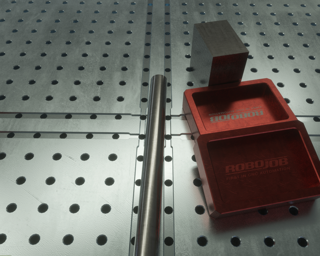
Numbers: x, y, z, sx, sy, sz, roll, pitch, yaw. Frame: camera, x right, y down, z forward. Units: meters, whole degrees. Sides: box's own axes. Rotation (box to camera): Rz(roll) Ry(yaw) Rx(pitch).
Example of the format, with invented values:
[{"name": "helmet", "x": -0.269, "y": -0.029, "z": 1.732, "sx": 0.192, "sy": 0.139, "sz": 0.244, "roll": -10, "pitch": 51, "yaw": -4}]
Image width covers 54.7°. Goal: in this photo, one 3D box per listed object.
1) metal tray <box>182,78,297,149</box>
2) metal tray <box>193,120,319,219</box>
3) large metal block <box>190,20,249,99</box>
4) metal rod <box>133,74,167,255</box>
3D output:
[{"name": "metal tray", "x": 0.105, "y": -0.020, "z": 0.422, "sx": 0.131, "sy": 0.030, "sz": 0.090, "roll": -9, "pitch": 51, "yaw": -8}, {"name": "metal tray", "x": 0.112, "y": 0.045, "z": 0.353, "sx": 0.131, "sy": 0.030, "sz": 0.090, "roll": -8, "pitch": 65, "yaw": -8}, {"name": "large metal block", "x": 0.083, "y": -0.100, "z": 0.457, "sx": 0.050, "sy": 0.080, "sz": 0.080, "roll": -10, "pitch": 51, "yaw": -9}, {"name": "metal rod", "x": -0.008, "y": 0.043, "z": 0.370, "sx": 0.025, "sy": 0.025, "sz": 0.300, "roll": 2, "pitch": 50, "yaw": 1}]
